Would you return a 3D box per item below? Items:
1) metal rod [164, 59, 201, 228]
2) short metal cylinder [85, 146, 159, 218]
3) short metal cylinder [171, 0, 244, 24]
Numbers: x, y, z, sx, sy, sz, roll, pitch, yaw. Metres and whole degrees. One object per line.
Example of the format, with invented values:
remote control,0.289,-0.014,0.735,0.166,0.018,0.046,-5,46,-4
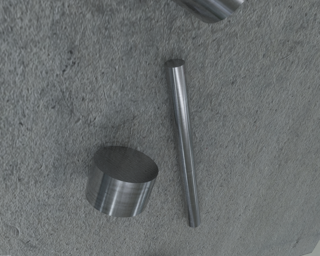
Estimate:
metal rod,0.038,0.043,0.454,0.025,0.025,0.298,-21,127,-16
short metal cylinder,-0.048,0.064,0.385,0.081,0.080,0.050,4,116,-31
short metal cylinder,0.047,-0.152,0.304,0.050,0.080,0.080,20,108,-36
